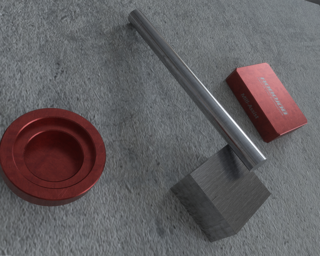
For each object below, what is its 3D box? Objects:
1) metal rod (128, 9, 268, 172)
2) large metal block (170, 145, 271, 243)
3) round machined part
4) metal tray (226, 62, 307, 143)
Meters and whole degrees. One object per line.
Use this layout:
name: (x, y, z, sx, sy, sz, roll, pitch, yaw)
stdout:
metal rod: (0.038, -0.067, 0.427, 0.025, 0.025, 0.299, -16, 59, -34)
large metal block: (0.075, 0.078, 0.380, 0.081, 0.050, 0.080, -31, 79, -38)
round machined part: (-0.109, 0.032, 0.315, 0.099, 0.042, 0.098, 14, 56, -21)
metal tray: (0.181, -0.047, 0.526, 0.091, 0.030, 0.130, -17, 71, -35)
